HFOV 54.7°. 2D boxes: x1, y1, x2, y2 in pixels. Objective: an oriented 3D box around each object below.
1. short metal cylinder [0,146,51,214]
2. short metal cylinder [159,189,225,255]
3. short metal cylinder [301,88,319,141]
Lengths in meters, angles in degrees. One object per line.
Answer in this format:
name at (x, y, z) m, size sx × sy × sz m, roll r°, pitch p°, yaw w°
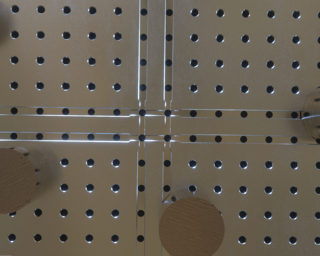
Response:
short metal cylinder at (-0.190, 0.064, 0.398) m, size 0.081 × 0.050 × 0.079 m, roll 0°, pitch 90°, yaw -1°
short metal cylinder at (0.038, 0.124, 0.402) m, size 0.081 × 0.050 × 0.079 m, roll 0°, pitch 90°, yaw -1°
short metal cylinder at (0.236, -0.019, 0.404) m, size 0.081 × 0.050 × 0.079 m, roll 0°, pitch 90°, yaw -1°
